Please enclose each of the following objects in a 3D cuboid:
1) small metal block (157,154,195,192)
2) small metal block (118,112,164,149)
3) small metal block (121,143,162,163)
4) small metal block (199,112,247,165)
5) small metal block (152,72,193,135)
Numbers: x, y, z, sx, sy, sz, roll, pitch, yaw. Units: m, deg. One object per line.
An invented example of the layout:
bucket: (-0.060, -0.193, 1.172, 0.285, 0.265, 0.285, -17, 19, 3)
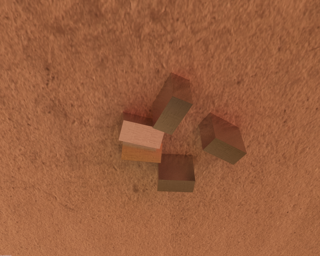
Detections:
small metal block: (0.022, 0.064, 0.446, 0.050, 0.050, 0.025, 3, 130, -3)
small metal block: (-0.025, 0.002, 0.388, 0.050, 0.050, 0.025, 13, 102, -11)
small metal block: (-0.025, 0.033, 0.417, 0.050, 0.025, 0.050, 6, 173, -5)
small metal block: (0.081, 0.014, 0.404, 0.050, 0.050, 0.025, 26, 125, -21)
small metal block: (0.014, -0.029, 0.366, 0.025, 0.050, 0.050, 20, 127, -17)
